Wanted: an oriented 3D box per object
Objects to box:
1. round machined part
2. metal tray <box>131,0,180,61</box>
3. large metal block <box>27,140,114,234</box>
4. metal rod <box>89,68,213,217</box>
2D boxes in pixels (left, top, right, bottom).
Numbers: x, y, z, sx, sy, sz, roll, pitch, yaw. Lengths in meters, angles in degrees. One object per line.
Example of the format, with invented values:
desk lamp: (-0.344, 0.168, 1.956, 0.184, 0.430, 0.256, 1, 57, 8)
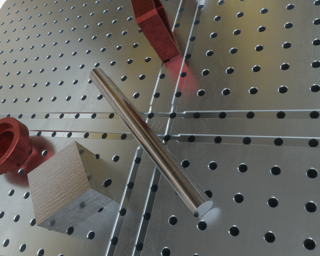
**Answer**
round machined part: (-0.253, 0.034, 0.510, 0.098, 0.042, 0.098, -13, 56, 21)
metal tray: (-0.013, -0.178, 0.482, 0.030, 0.090, 0.130, -24, 53, 14)
large metal block: (-0.119, 0.078, 0.407, 0.080, 0.050, 0.080, -35, 51, 5)
metal rod: (-0.030, -0.002, 0.424, 0.025, 0.025, 0.300, -41, 51, 0)
